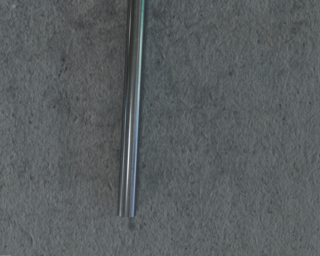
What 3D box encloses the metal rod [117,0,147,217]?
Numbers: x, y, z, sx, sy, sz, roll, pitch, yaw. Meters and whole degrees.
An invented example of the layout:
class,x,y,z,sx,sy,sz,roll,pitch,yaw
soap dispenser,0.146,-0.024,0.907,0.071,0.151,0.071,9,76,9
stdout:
class,x,y,z,sx,sy,sz,roll,pitch,yaw
metal rod,-0.037,-0.035,0.409,0.025,0.025,0.298,3,90,-1
